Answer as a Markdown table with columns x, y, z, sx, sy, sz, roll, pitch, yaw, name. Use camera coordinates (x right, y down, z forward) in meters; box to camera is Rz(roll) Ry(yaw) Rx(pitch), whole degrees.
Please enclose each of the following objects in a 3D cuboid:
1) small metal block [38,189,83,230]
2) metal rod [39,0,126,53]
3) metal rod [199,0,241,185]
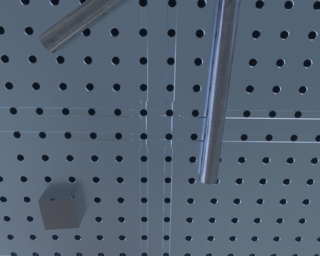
| x | y | z | sx | sy | sz | roll | pitch | yaw | name |
| --- | --- | --- | --- | --- | --- | --- | --- | --- | --- |
| -0.145 | 0.120 | 0.456 | 0.050 | 0.025 | 0.050 | -4 | 110 | 1 | small metal block |
| -0.012 | -0.179 | 0.347 | 0.300 | 0.025 | 0.025 | -32 | 107 | 11 | metal rod |
| 0.076 | -0.066 | 0.389 | 0.025 | 0.025 | 0.298 | 3 | 110 | -1 | metal rod |
